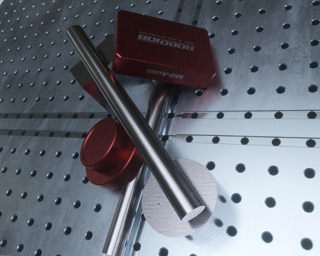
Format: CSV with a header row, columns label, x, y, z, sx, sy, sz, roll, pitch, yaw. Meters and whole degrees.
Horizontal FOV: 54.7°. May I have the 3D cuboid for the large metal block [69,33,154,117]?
label,x,y,z,sx,sy,sz,roll,pitch,yaw
large metal block,-0.069,-0.075,0.454,0.080,0.080,0.050,-41,51,0

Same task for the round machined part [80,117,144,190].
label,x,y,z,sx,sy,sz,roll,pitch,yaw
round machined part,-0.063,0.026,0.393,0.098,0.042,0.098,-27,45,31

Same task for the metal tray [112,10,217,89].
label,x,y,z,sx,sy,sz,roll,pitch,yaw
metal tray,0.005,-0.105,0.415,0.131,0.030,0.090,7,55,-16

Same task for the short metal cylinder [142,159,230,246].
label,x,y,z,sx,sy,sz,roll,pitch,yaw
short metal cylinder,0.028,0.079,0.329,0.080,0.050,0.080,-13,56,20

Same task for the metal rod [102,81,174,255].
label,x,y,z,sx,sy,sz,roll,pitch,yaw
metal rod,-0.014,0.012,0.407,0.025,0.025,0.300,3,63,29

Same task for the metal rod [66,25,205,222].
label,x,y,z,sx,sy,sz,roll,pitch,yaw
metal rod,-0.044,-0.027,0.356,0.025,0.025,0.300,-37,59,3
